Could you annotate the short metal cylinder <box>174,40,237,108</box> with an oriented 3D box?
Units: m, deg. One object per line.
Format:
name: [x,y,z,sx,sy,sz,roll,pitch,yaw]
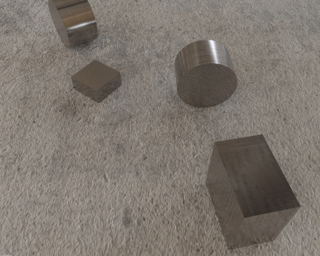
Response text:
short metal cylinder: [0.062,-0.074,0.430,0.081,0.080,0.050,-2,50,-2]

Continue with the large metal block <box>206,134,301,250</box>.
large metal block: [0.086,0.065,0.313,0.050,0.080,0.080,-9,51,-7]

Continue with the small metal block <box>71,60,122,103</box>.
small metal block: [-0.094,-0.070,0.461,0.050,0.025,0.050,29,56,22]

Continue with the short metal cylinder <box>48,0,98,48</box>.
short metal cylinder: [-0.145,-0.180,0.518,0.050,0.080,0.080,-26,55,-20]
